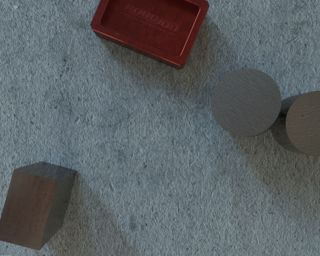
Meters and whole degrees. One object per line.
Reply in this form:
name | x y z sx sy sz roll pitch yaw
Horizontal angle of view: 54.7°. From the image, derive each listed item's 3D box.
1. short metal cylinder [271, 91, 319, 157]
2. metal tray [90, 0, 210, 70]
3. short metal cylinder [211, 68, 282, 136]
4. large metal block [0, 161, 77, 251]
short metal cylinder | 0.192 -0.005 0.399 0.081 0.050 0.080 0 90 -1
metal tray | -0.013 -0.143 0.407 0.131 0.030 0.090 23 90 0
short metal cylinder | 0.109 -0.029 0.385 0.080 0.050 0.080 -1 87 22
large metal block | -0.147 0.090 0.381 0.050 0.080 0.080 15 90 0
